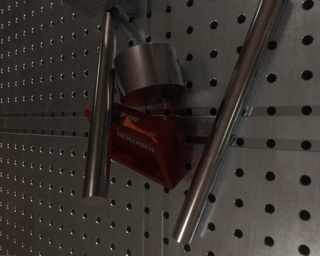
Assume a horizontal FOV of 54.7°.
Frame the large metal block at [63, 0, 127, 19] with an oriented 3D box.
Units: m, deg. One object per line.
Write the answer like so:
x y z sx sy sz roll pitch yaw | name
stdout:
-0.087 -0.217 0.447 0.080 0.050 0.080 -8 65 39 | large metal block

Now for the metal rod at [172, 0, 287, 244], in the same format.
0.072 -0.001 0.348 0.025 0.025 0.298 29 108 36 | metal rod

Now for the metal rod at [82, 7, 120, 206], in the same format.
-0.068 -0.052 0.384 0.025 0.025 0.300 -32 46 35 | metal rod

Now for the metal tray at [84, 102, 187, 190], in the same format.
-0.032 0.018 0.398 0.130 0.030 0.090 21 142 37 | metal tray

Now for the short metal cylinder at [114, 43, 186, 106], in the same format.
-0.013 -0.063 0.382 0.080 0.081 0.050 -20 76 38 | short metal cylinder
